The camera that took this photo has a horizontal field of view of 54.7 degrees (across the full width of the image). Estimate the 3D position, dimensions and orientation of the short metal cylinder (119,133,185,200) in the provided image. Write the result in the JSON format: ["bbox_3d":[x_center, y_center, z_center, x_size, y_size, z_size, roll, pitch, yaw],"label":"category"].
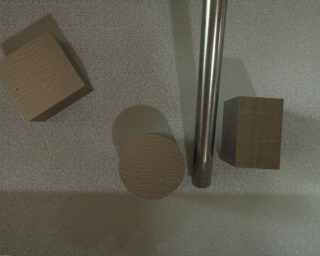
[{"bbox_3d":[-0.010,0.047,0.399,0.081,0.050,0.079,0,90,-1],"label":"short metal cylinder"}]

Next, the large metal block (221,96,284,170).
[{"bbox_3d":[0.111,0.005,0.385,0.050,0.080,0.079,4,90,0],"label":"large metal block"}]

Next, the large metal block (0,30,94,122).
[{"bbox_3d":[-0.146,-0.063,0.397,0.080,0.050,0.080,-33,90,0],"label":"large metal block"}]

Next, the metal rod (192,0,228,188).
[{"bbox_3d":[0.056,-0.061,0.350,0.025,0.025,0.298,0,116,0],"label":"metal rod"}]
